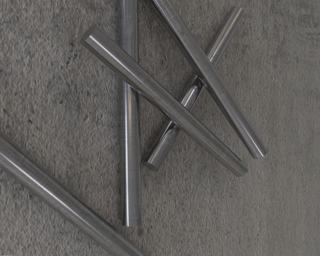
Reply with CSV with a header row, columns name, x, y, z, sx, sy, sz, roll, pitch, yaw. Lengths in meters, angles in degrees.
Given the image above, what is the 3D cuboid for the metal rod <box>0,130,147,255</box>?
name,x,y,z,sx,sy,sz,roll,pitch,yaw
metal rod,-0.094,0.083,0.326,0.300,0.025,0.025,51,60,-28

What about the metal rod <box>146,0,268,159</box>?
name,x,y,z,sx,sy,sz,roll,pitch,yaw
metal rod,0.063,-0.077,0.425,0.025,0.025,0.300,-46,108,-30

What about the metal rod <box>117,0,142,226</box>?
name,x,y,z,sx,sy,sz,roll,pitch,yaw
metal rod,-0.037,-0.034,0.373,0.025,0.025,0.298,-2,91,-40

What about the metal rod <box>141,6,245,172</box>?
name,x,y,z,sx,sy,sz,roll,pitch,yaw
metal rod,0.057,-0.071,0.452,0.025,0.025,0.300,45,63,-31

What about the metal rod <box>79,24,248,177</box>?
name,x,y,z,sx,sy,sz,roll,pitch,yaw
metal rod,0.026,-0.015,0.391,0.301,0.025,0.025,39,66,-33
